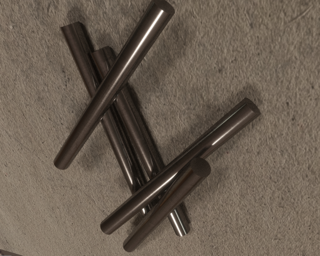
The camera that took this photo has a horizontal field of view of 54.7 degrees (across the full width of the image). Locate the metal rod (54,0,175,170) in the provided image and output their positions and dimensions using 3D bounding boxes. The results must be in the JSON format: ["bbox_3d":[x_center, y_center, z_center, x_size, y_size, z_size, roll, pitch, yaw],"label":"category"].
[{"bbox_3d":[-0.075,-0.032,0.391,0.025,0.025,0.298,42,128,-1],"label":"metal rod"}]

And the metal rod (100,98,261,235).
[{"bbox_3d":[0.009,0.066,0.414,0.025,0.025,0.299,44,120,-3],"label":"metal rod"}]

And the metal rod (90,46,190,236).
[{"bbox_3d":[-0.020,0.032,0.435,0.025,0.025,0.299,-10,114,32],"label":"metal rod"}]

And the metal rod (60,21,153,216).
[{"bbox_3d":[-0.066,0.002,0.440,0.025,0.025,0.298,-6,116,30],"label":"metal rod"}]

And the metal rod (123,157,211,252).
[{"bbox_3d":[-0.005,0.129,0.457,0.025,0.025,0.298,35,138,4],"label":"metal rod"}]
